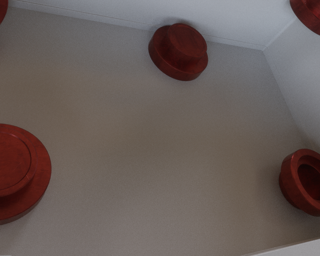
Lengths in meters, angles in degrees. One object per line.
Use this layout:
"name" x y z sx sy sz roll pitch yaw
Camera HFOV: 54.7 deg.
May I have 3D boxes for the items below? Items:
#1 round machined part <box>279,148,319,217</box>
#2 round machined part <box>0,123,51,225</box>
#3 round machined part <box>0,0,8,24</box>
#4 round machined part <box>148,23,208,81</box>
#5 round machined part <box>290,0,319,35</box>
"round machined part" 0.218 0.083 0.461 0.099 0.042 0.098 14 56 -21
"round machined part" -0.153 0.038 0.289 0.099 0.042 0.098 14 56 -21
"round machined part" -0.225 -0.147 0.343 0.099 0.042 0.097 -5 100 -30
"round machined part" 0.035 -0.126 0.490 0.099 0.042 0.098 14 56 -21
"round machined part" 0.268 -0.201 0.510 0.099 0.042 0.098 14 56 -21
